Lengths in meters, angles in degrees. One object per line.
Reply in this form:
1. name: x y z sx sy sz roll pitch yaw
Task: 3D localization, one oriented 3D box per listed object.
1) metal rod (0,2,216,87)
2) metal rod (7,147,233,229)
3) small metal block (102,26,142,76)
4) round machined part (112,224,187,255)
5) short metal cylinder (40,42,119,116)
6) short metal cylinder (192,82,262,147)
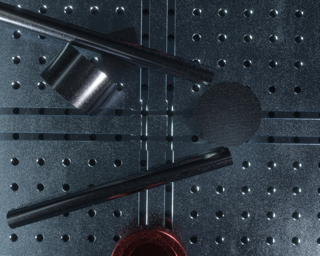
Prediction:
1. metal rod: -0.079 -0.107 0.387 0.302 0.025 0.025 17 90 0
2. metal rod: -0.052 0.079 0.412 0.302 0.025 0.025 -16 90 0
3. small metal block: -0.051 -0.101 0.413 0.050 0.025 0.050 -15 90 0
4. round machined part: -0.014 0.174 0.405 0.099 0.042 0.097 0 90 0
5. short metal cylinder: -0.099 -0.059 0.385 0.080 0.080 0.050 41 90 0
6. short metal cylinder: 0.084 -0.017 0.401 0.081 0.050 0.080 0 90 0
